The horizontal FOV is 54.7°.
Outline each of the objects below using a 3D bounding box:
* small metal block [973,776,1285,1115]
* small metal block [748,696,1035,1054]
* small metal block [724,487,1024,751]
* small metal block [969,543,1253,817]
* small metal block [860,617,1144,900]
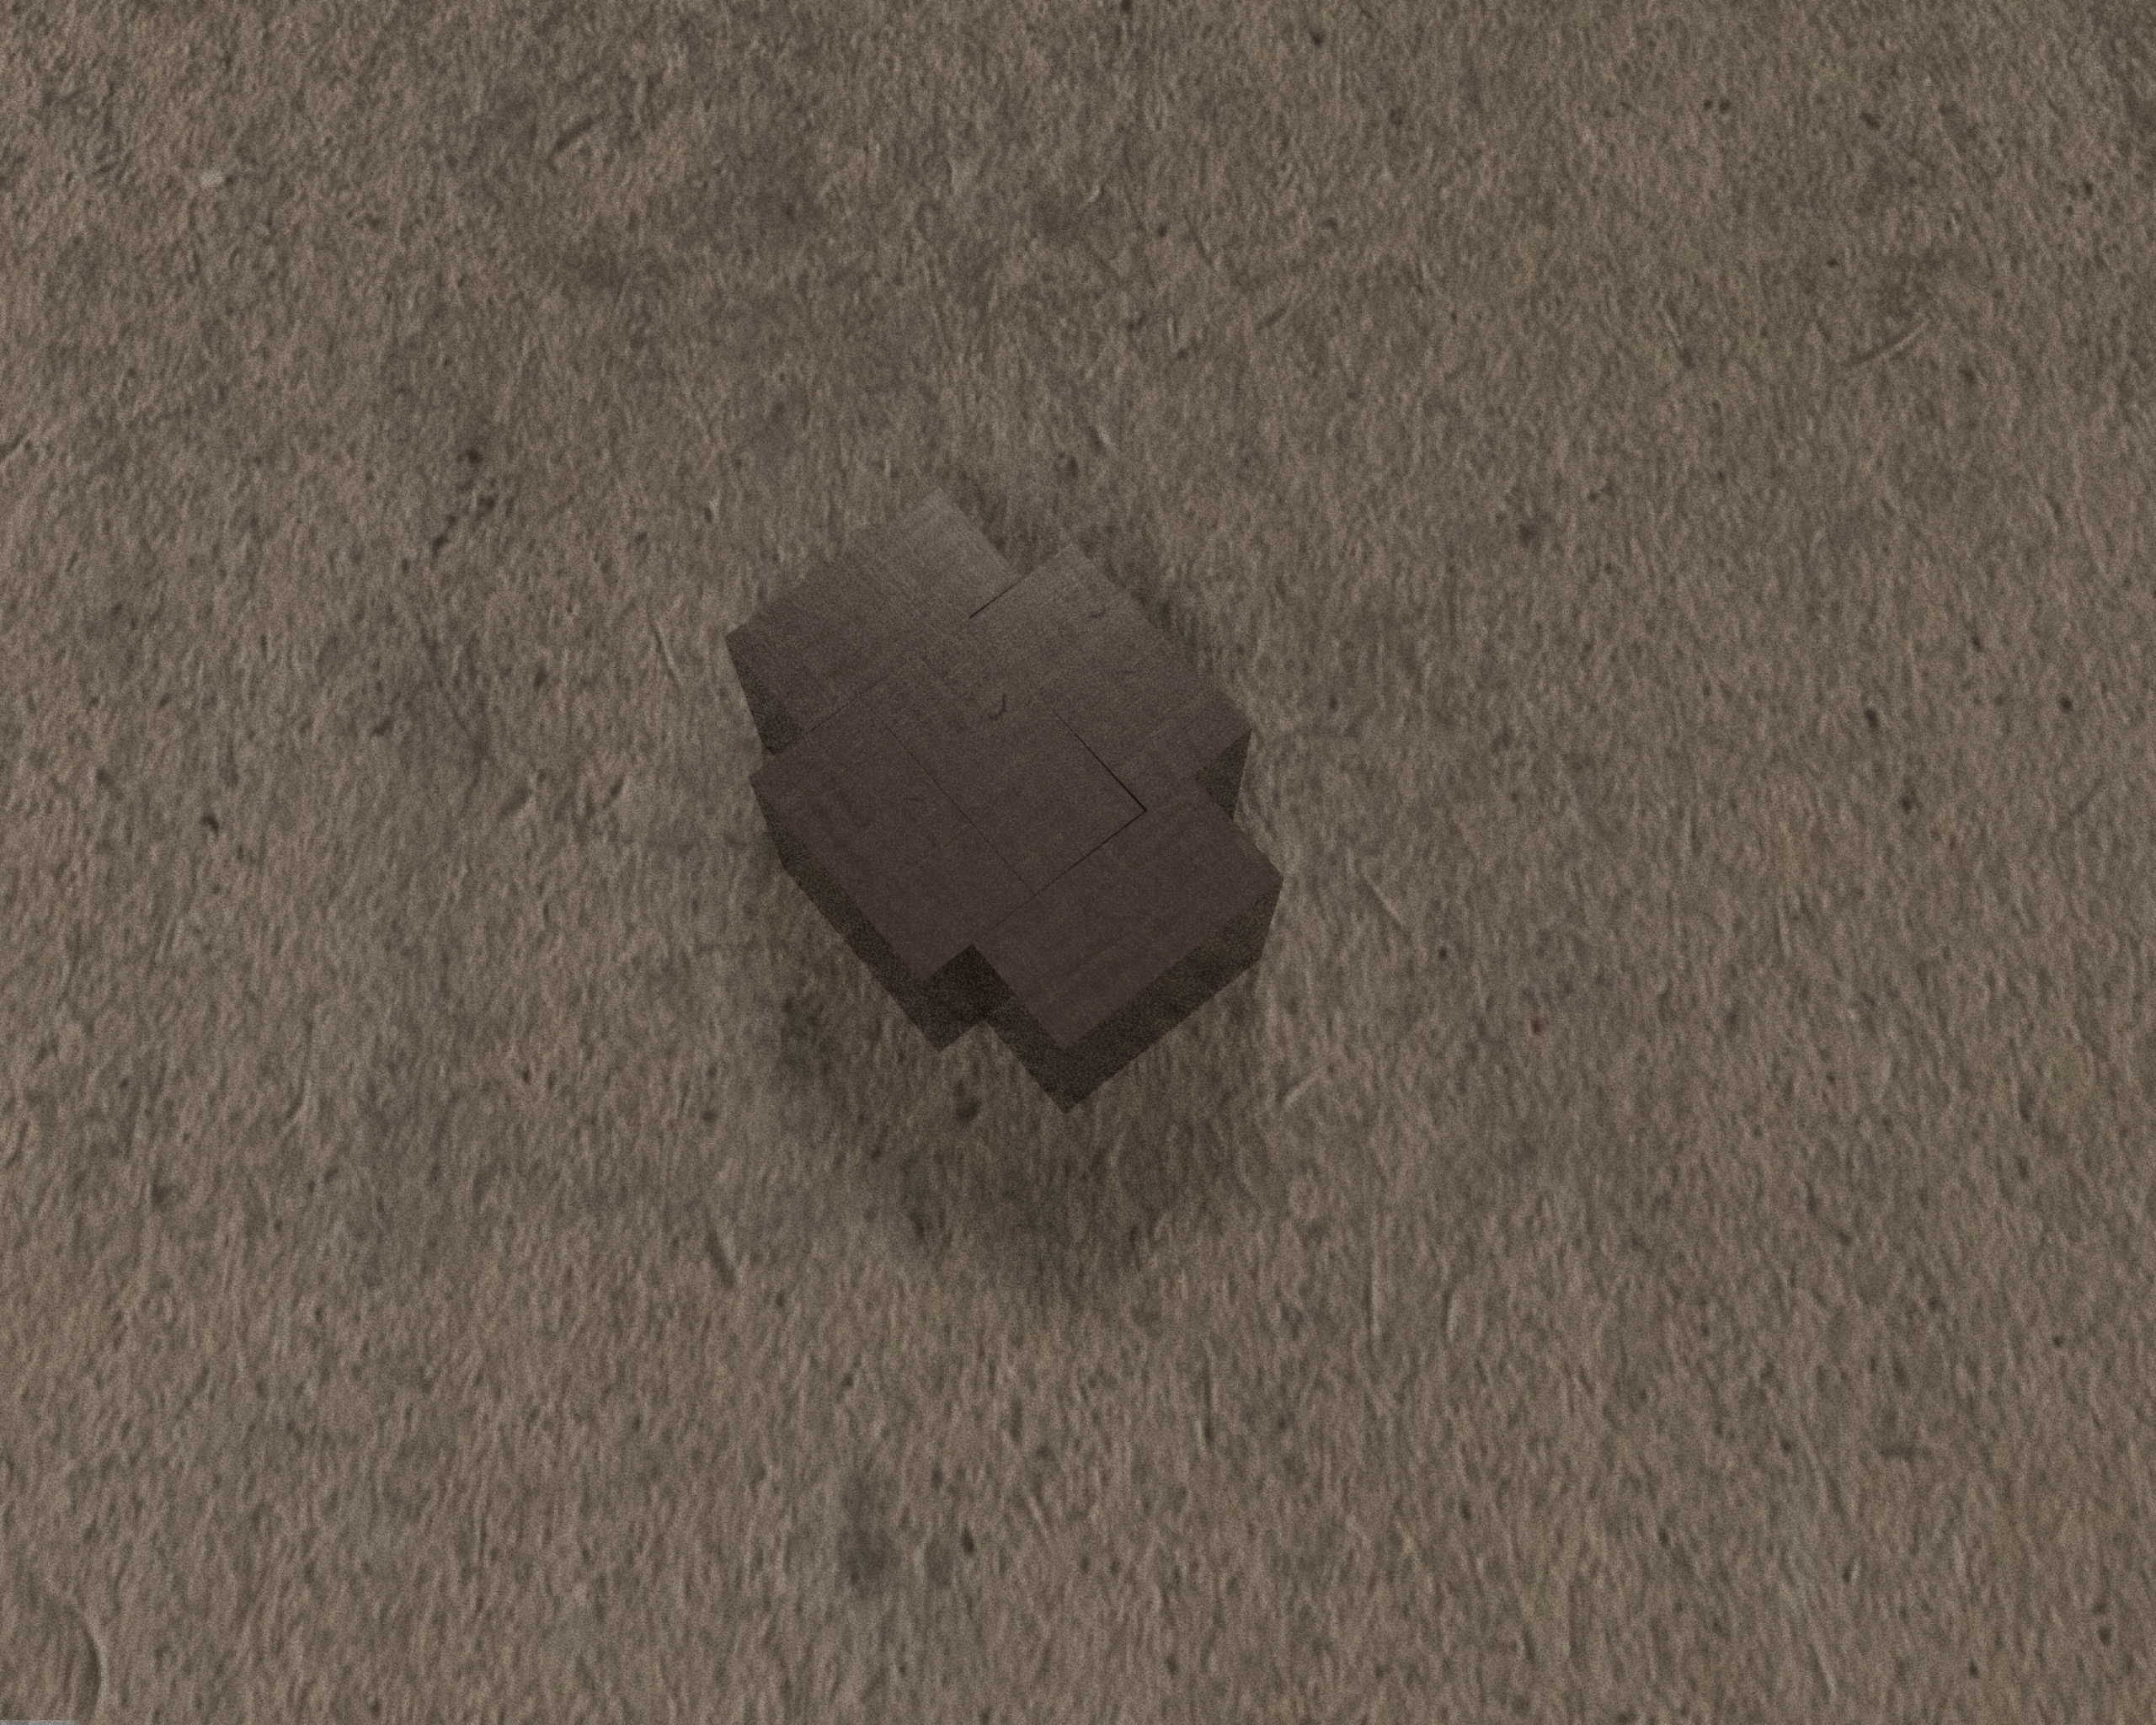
[{"bbox_3d":[0.009,0.017,0.389,0.050,0.050,0.025,-37,75,-13],"label":"small metal block"},{"bbox_3d":[-0.033,0.004,0.394,0.025,0.050,0.050,-38,75,-13],"label":"small metal block"},{"bbox_3d":[-0.038,-0.039,0.409,0.050,0.050,0.025,-37,75,-13],"label":"small metal block"},{"bbox_3d":[0.006,-0.026,0.405,0.025,0.050,0.050,-39,75,-13],"label":"small metal block"},{"bbox_3d":[-0.014,-0.011,0.399,0.025,0.050,0.050,-38,75,-13],"label":"small metal block"}]
